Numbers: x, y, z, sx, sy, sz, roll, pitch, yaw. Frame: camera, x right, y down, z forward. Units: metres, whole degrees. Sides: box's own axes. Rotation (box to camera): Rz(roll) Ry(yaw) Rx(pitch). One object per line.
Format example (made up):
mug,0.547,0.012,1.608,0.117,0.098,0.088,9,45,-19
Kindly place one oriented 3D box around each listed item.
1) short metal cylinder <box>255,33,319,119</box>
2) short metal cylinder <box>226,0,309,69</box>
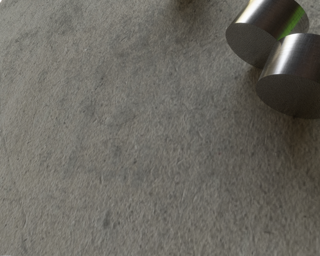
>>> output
short metal cylinder,0.148,-0.052,0.322,0.080,0.080,0.050,16,70,34
short metal cylinder,0.127,-0.114,0.372,0.080,0.080,0.050,30,78,37
